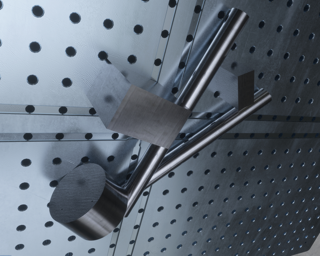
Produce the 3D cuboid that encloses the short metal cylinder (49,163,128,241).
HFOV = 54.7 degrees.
[{"bbox_3d":[-0.088,0.091,0.385,0.080,0.080,0.050,-38,130,-3],"label":"short metal cylinder"}]

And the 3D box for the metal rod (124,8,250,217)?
[{"bbox_3d":[0.023,-0.014,0.400,0.025,0.025,0.299,25,99,-37],"label":"metal rod"}]

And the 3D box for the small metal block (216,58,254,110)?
[{"bbox_3d":[0.100,-0.060,0.415,0.025,0.050,0.050,-23,127,-15],"label":"small metal block"}]

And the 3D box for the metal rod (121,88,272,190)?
[{"bbox_3d":[0.037,0.034,0.454,0.301,0.025,0.025,-34,129,-6],"label":"metal rod"}]

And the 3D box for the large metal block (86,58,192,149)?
[{"bbox_3d":[-0.025,-0.028,0.346,0.080,0.080,0.050,21,107,-36],"label":"large metal block"}]
